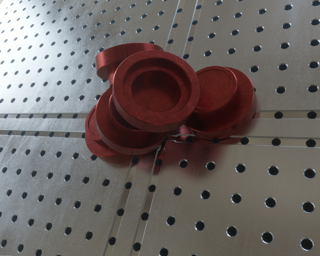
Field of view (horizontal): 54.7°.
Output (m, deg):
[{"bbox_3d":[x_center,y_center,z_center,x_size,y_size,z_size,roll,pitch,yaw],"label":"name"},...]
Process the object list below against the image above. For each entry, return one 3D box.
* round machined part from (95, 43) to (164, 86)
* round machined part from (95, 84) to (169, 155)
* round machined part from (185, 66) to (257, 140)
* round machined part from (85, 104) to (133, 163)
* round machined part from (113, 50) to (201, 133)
[{"bbox_3d":[-0.039,-0.080,0.436,0.098,0.098,0.042,-12,83,21],"label":"round machined part"},{"bbox_3d":[-0.032,-0.018,0.393,0.099,0.042,0.098,6,63,-11],"label":"round machined part"},{"bbox_3d":[0.066,-0.038,0.385,0.098,0.042,0.098,-13,56,20],"label":"round machined part"},{"bbox_3d":[-0.064,-0.005,0.432,0.098,0.042,0.098,-13,56,20],"label":"round machined part"},{"bbox_3d":[-0.006,-0.039,0.361,0.099,0.042,0.098,4,65,-8],"label":"round machined part"}]
